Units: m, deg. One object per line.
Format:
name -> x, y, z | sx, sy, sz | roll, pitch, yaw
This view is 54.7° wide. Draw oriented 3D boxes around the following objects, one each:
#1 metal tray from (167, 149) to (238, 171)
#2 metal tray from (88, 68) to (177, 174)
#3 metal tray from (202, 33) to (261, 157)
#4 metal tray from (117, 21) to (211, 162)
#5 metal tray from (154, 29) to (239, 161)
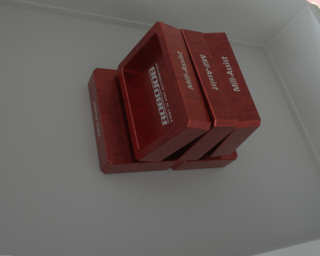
metal tray -> 0.046, -0.009, 0.430 | 0.091, 0.030, 0.130 | 0, 62, -28
metal tray -> -0.035, -0.011, 0.387 | 0.091, 0.030, 0.130 | 0, 62, -28
metal tray -> 0.070, -0.040, 0.382 | 0.030, 0.090, 0.130 | -7, 65, -15
metal tray -> -0.002, -0.038, 0.342 | 0.030, 0.090, 0.130 | 8, 57, -39
metal tray -> 0.034, -0.038, 0.362 | 0.030, 0.090, 0.130 | 0, 60, -28
